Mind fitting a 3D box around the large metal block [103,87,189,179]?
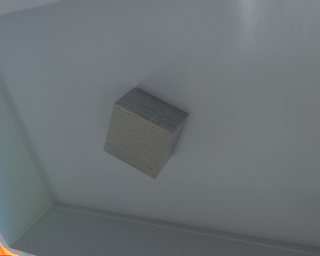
[{"bbox_3d":[-0.020,0.007,0.403,0.080,0.050,0.079,28,127,10],"label":"large metal block"}]
